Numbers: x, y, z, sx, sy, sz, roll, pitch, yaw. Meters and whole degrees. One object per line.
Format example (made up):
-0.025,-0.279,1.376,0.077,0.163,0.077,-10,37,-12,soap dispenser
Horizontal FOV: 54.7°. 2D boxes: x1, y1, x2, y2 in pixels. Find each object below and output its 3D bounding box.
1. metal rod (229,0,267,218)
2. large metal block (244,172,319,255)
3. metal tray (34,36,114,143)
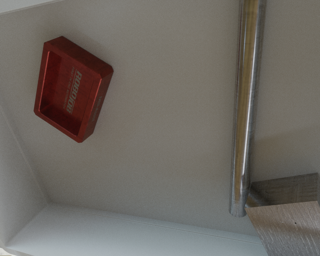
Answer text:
0.095,-0.016,0.347,0.025,0.025,0.298,9,123,23,metal rod
0.160,0.107,0.374,0.080,0.050,0.080,-17,110,34,large metal block
-0.126,-0.050,0.438,0.090,0.030,0.129,32,128,6,metal tray
